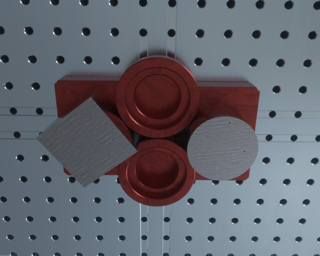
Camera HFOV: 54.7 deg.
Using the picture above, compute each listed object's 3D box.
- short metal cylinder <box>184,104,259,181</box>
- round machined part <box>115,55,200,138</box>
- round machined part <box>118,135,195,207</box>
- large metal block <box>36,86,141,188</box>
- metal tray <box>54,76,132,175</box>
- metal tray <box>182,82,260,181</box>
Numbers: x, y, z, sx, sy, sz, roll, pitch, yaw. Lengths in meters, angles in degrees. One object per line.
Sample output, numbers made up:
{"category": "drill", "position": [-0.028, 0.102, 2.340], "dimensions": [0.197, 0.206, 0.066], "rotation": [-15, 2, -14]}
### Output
{"category": "short metal cylinder", "position": [0.071, 0.016, 0.374], "dimensions": [0.081, 0.050, 0.079], "rotation": [0, 110, 0]}
{"category": "round machined part", "position": [-0.003, -0.040, 0.380], "dimensions": [0.099, 0.042, 0.097], "rotation": [0, 110, 0]}
{"category": "round machined part", "position": [-0.004, 0.052, 0.414], "dimensions": [0.099, 0.042, 0.097], "rotation": [0, 110, 0]}
{"category": "large metal block", "position": [-0.081, 0.010, 0.371], "dimensions": [0.080, 0.050, 0.080], "rotation": [-35, 107, 12]}
{"category": "metal tray", "position": [-0.083, -0.002, 0.409], "dimensions": [0.091, 0.030, 0.129], "rotation": [0, 110, -2]}
{"category": "metal tray", "position": [0.076, 0.006, 0.411], "dimensions": [0.091, 0.030, 0.129], "rotation": [1, 110, -1]}
